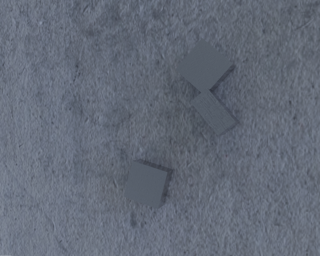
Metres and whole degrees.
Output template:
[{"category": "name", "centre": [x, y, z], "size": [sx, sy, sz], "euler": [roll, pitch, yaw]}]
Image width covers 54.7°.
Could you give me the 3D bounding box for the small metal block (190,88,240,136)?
[{"category": "small metal block", "centre": [0.067, -0.019, 0.372], "size": [0.025, 0.050, 0.050], "euler": [-41, 78, 15]}]

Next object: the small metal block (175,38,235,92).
[{"category": "small metal block", "centre": [0.057, -0.075, 0.388], "size": [0.050, 0.025, 0.050], "euler": [44, 103, 14]}]

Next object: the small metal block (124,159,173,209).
[{"category": "small metal block", "centre": [-0.015, 0.074, 0.413], "size": [0.050, 0.025, 0.050], "euler": [16, 95, 19]}]
